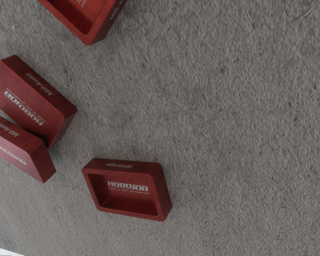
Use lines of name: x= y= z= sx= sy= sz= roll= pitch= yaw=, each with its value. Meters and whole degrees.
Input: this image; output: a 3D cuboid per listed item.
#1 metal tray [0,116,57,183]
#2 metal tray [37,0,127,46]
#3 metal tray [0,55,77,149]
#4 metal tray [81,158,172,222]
metal tray: x=-0.245 y=0.033 z=0.530 sx=0.130 sy=0.030 sz=0.089 roll=25 pitch=142 yaw=21
metal tray: x=-0.077 y=-0.168 z=0.339 sx=0.090 sy=0.030 sz=0.129 roll=43 pitch=129 yaw=-2
metal tray: x=-0.202 y=-0.039 z=0.486 sx=0.130 sy=0.030 sz=0.090 roll=41 pitch=129 yaw=-1
metal tray: x=-0.053 y=0.096 z=0.490 sx=0.130 sy=0.030 sz=0.089 roll=1 pitch=119 yaw=27
